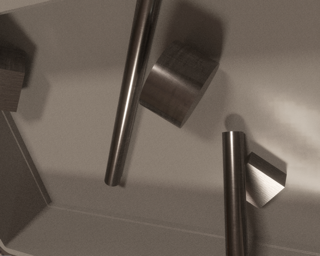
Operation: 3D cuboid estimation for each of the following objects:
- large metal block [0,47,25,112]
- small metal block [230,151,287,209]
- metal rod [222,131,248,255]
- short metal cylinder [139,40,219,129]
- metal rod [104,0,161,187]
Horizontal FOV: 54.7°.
[{"bbox_3d":[-0.245,-0.073,0.447,0.081,0.050,0.079,7,136,-30],"label":"large metal block"},{"bbox_3d":[0.119,0.066,0.386,0.050,0.025,0.050,34,129,5],"label":"small metal block"},{"bbox_3d":[0.088,0.153,0.351,0.025,0.025,0.298,-4,82,30],"label":"metal rod"},{"bbox_3d":[0.021,-0.046,0.332,0.050,0.080,0.079,32,128,7],"label":"short metal cylinder"},{"bbox_3d":[-0.043,-0.030,0.411,0.025,0.025,0.298,25,127,12],"label":"metal rod"}]
